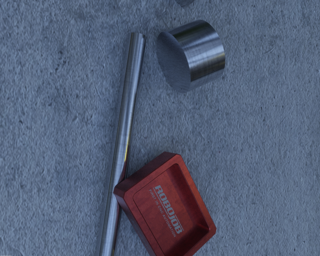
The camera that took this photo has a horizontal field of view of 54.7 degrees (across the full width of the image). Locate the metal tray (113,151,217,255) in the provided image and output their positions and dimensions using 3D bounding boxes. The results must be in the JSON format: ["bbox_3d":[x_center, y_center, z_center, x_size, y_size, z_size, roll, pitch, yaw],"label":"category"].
[{"bbox_3d":[0.010,0.107,0.395,0.091,0.030,0.129,-34,108,-26],"label":"metal tray"}]

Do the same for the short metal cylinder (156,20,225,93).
[{"bbox_3d":[0.037,-0.090,0.394,0.050,0.080,0.080,-25,99,-18],"label":"short metal cylinder"}]

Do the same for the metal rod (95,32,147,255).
[{"bbox_3d":[-0.050,0.029,0.390,0.025,0.025,0.298,9,87,-20],"label":"metal rod"}]

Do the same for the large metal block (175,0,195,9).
[{"bbox_3d":[0.034,-0.222,0.408,0.080,0.050,0.080,38,78,-16],"label":"large metal block"}]
